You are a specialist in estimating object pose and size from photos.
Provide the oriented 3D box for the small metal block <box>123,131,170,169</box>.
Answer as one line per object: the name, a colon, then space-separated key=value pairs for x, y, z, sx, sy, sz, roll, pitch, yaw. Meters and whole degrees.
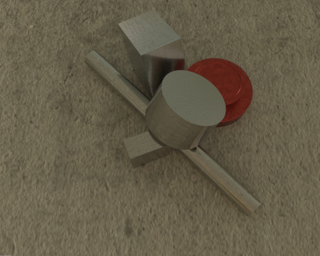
small metal block: x=-0.016 y=0.025 z=0.387 sx=0.050 sy=0.050 sz=0.025 roll=-20 pitch=71 yaw=-8

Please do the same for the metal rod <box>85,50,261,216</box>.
metal rod: x=0.008 y=-0.002 z=0.411 sx=0.300 sy=0.025 sz=0.025 roll=43 pitch=75 yaw=14

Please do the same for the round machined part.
round machined part: x=0.077 y=-0.054 z=0.420 sx=0.099 sy=0.042 sz=0.098 roll=0 pitch=70 yaw=-1

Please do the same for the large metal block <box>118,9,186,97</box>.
large metal block: x=-0.007 y=-0.093 z=0.403 sx=0.050 sy=0.080 sz=0.080 roll=-26 pitch=50 yaw=-8

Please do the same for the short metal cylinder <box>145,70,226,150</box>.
short metal cylinder: x=0.029 y=-0.021 z=0.365 sx=0.081 sy=0.050 sz=0.080 roll=14 pitch=51 yaw=-18
